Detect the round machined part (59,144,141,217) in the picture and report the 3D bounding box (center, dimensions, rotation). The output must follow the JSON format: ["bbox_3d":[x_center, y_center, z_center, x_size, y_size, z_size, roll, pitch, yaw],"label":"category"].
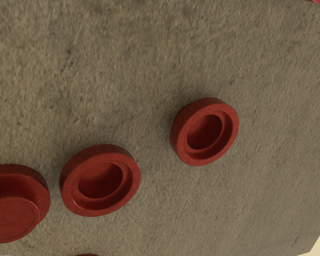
[{"bbox_3d":[-0.077,0.061,0.393,0.099,0.042,0.097,-14,125,-21],"label":"round machined part"}]

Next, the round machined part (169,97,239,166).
[{"bbox_3d":[0.057,0.001,0.430,0.099,0.042,0.097,-14,125,-21],"label":"round machined part"}]

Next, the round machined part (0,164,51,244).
[{"bbox_3d":[-0.178,0.093,0.357,0.099,0.042,0.097,-14,125,-21],"label":"round machined part"}]

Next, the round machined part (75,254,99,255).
[{"bbox_3d":[-0.126,0.247,0.482,0.099,0.042,0.097,-14,125,-21],"label":"round machined part"}]

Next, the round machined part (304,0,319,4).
[{"bbox_3d":[0.198,-0.207,0.378,0.099,0.042,0.097,-14,125,-21],"label":"round machined part"}]
